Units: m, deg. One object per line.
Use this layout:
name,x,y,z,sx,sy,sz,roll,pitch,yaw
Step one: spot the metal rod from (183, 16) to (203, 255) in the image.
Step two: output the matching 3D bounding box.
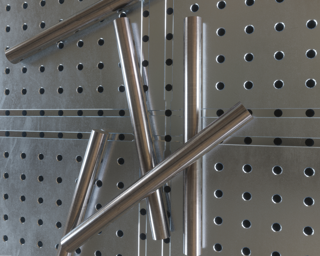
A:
metal rod,0.042,0.010,0.397,0.025,0.025,0.298,0,90,19

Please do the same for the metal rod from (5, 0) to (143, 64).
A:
metal rod,-0.102,-0.161,0.446,0.300,0.025,0.025,-19,84,18

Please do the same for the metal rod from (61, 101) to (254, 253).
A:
metal rod,-0.014,0.070,0.389,0.300,0.025,0.025,-39,78,15

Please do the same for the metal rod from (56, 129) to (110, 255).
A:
metal rod,-0.128,0.147,0.456,0.025,0.025,0.298,19,96,18

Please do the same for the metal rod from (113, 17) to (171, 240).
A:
metal rod,-0.025,-0.002,0.420,0.025,0.025,0.298,-12,86,19
